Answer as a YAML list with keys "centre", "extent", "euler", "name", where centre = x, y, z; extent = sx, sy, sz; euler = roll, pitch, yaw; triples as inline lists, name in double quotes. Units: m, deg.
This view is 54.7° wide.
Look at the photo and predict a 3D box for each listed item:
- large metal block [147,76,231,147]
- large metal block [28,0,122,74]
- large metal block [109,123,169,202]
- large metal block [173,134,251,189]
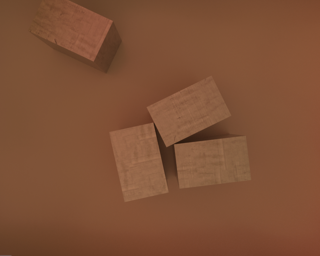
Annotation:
- centre: [0.032, -0.019, 0.384]
  extent: [0.080, 0.080, 0.050]
  euler: [-26, 90, 0]
  name: "large metal block"
- centre: [-0.099, -0.113, 0.383]
  extent: [0.080, 0.080, 0.050]
  euler: [25, 90, 0]
  name: "large metal block"
- centre: [-0.023, 0.038, 0.384]
  extent: [0.050, 0.080, 0.080]
  euler: [-12, 90, 0]
  name: "large metal block"
- centre: [0.059, 0.038, 0.384]
  extent: [0.080, 0.080, 0.050]
  euler: [-7, 90, 0]
  name: "large metal block"
